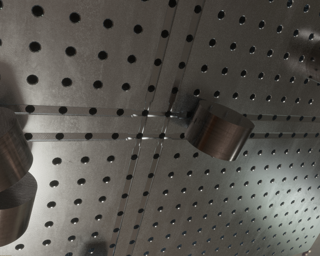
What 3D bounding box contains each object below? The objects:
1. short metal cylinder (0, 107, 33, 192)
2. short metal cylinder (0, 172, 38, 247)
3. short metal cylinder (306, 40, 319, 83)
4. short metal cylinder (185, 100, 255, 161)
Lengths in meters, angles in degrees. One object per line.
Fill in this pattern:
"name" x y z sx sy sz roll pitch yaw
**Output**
"short metal cylinder" -0.171 0.021 0.296 0.081 0.080 0.050 -19 126 -18
"short metal cylinder" -0.177 0.079 0.328 0.081 0.080 0.050 7 115 -32
"short metal cylinder" 0.281 -0.103 0.488 0.081 0.050 0.079 -14 124 -21
"short metal cylinder" 0.080 0.002 0.423 0.081 0.080 0.050 9 114 -33
